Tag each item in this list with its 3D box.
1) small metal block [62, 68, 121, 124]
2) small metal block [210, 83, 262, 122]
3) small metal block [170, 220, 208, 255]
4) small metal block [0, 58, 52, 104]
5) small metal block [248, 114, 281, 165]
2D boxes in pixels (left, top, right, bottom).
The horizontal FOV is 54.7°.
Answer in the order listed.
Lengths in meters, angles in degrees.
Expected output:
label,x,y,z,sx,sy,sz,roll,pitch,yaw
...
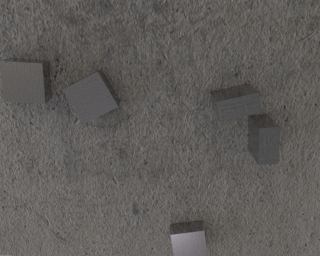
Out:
label,x,y,z,sx,sy,sz,roll,pitch,yaw
small metal block,-0.086,-0.041,0.394,0.050,0.025,0.050,-26,108,9
small metal block,0.093,-0.033,0.385,0.050,0.050,0.025,-13,110,5
small metal block,0.044,0.172,0.474,0.050,0.025,0.050,-8,110,3
small metal block,-0.166,-0.059,0.386,0.050,0.025,0.050,3,110,-2
small metal block,0.134,0.014,0.403,0.025,0.050,0.050,-5,110,2
